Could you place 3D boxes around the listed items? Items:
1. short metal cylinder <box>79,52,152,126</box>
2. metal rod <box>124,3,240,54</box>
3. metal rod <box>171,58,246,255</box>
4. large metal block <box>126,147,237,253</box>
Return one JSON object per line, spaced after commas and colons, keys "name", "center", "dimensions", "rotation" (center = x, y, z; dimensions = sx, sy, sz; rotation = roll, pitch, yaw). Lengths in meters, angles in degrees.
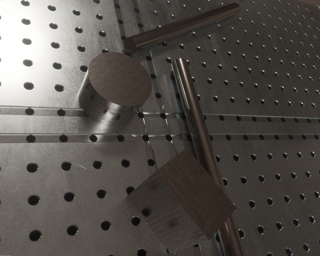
{"name": "short metal cylinder", "center": [-0.057, -0.049, 0.392], "dimensions": [0.081, 0.050, 0.080], "rotation": [14, 56, -21]}
{"name": "metal rod", "center": [0.056, -0.185, 0.553], "dimensions": [0.302, 0.025, 0.025], "rotation": [-32, 80, -38]}
{"name": "metal rod", "center": [0.060, 0.030, 0.424], "dimensions": [0.025, 0.025, 0.299], "rotation": [2, 61, -28]}
{"name": "large metal block", "center": [0.020, 0.080, 0.336], "dimensions": [0.050, 0.080, 0.080], "rotation": [-33, 81, -38]}
